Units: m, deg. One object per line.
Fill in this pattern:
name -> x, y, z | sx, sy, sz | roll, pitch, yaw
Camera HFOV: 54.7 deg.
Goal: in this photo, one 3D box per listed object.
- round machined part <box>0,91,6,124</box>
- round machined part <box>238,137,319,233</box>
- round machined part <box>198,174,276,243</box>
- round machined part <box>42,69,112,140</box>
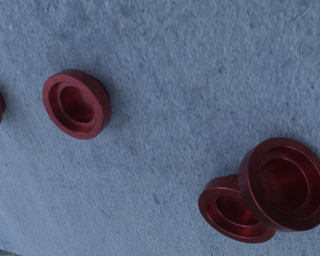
round machined part -> -0.305, -0.044, 0.526 | 0.098, 0.042, 0.097 | 13, 124, 20
round machined part -> 0.129, 0.062, 0.336 | 0.098, 0.098, 0.042 | 38, 153, 2
round machined part -> 0.102, 0.098, 0.396 | 0.098, 0.042, 0.097 | 19, 134, 21
round machined part -> -0.109, -0.036, 0.429 | 0.098, 0.042, 0.097 | 13, 124, 20
